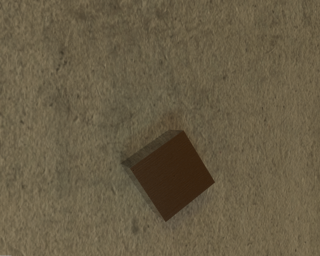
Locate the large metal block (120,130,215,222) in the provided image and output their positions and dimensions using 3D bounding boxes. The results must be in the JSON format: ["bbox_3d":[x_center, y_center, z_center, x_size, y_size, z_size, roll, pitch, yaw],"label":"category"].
[{"bbox_3d":[0.009,0.058,0.399,0.080,0.050,0.080,-35,101,-17],"label":"large metal block"}]
